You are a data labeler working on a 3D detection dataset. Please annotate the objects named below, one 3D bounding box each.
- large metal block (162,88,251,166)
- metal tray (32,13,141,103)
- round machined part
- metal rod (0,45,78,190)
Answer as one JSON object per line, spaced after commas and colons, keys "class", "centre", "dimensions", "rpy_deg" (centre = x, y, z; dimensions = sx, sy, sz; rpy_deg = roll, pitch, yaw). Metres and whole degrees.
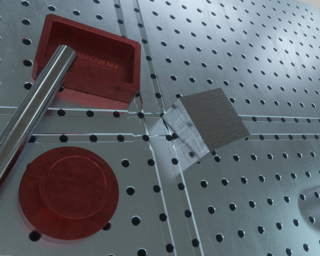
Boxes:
{"class": "large metal block", "centre": [0.063, -0.003, 0.430], "dimensions": [0.081, 0.050, 0.080], "rpy_deg": [-17, 71, -35]}
{"class": "metal tray", "centre": [-0.092, -0.092, 0.412], "dimensions": [0.131, 0.030, 0.090], "rpy_deg": [13, 56, -22]}
{"class": "round machined part", "centre": [-0.088, 0.062, 0.313], "dimensions": [0.099, 0.042, 0.098], "rpy_deg": [14, 56, -21]}
{"class": "metal rod", "centre": [-0.150, 0.035, 0.285], "dimensions": [0.025, 0.025, 0.300], "rpy_deg": [26, 59, -12]}
